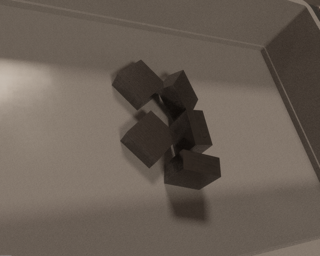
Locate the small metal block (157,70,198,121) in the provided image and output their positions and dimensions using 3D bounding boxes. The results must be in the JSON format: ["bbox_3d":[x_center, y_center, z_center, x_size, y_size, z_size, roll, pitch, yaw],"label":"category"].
[{"bbox_3d":[0.026,-0.045,0.429,0.050,0.025,0.050,60,33,-21],"label":"small metal block"}]

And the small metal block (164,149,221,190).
[{"bbox_3d":[0.039,0.053,0.380,0.050,0.050,0.025,14,56,-21],"label":"small metal block"}]

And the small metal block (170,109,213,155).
[{"bbox_3d":[0.039,0.010,0.406,0.025,0.050,0.050,2,61,-28],"label":"small metal block"}]

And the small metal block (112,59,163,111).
[{"bbox_3d":[-0.029,-0.060,0.428,0.050,0.025,0.050,45,51,3],"label":"small metal block"}]

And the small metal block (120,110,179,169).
[{"bbox_3d":[-0.013,0.014,0.392,0.050,0.025,0.050,44,51,1],"label":"small metal block"}]
